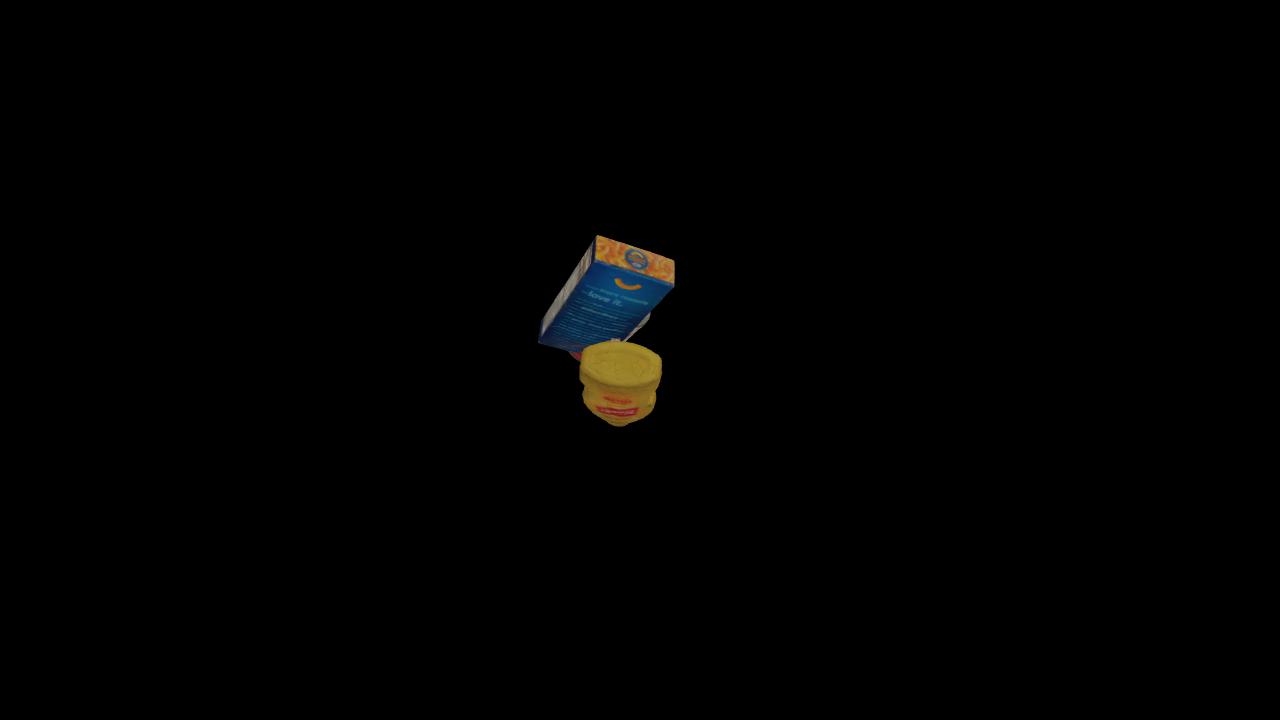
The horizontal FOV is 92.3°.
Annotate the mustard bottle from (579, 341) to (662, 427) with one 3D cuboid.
[{"bbox_3d":[-0.024,0.039,0.742,0.092,0.054,0.184,1,-24,-2],"label":"mustard bottle"}]

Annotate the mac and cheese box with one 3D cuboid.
[{"bbox_3d":[-0.043,-0.063,0.698,0.093,0.041,0.184,16,-32,-22],"label":"mac and cheese box"}]

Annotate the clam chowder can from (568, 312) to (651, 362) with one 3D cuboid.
[{"bbox_3d":[-0.041,-0.046,0.757,0.068,0.068,0.102,0,-28,-39],"label":"clam chowder can"}]
